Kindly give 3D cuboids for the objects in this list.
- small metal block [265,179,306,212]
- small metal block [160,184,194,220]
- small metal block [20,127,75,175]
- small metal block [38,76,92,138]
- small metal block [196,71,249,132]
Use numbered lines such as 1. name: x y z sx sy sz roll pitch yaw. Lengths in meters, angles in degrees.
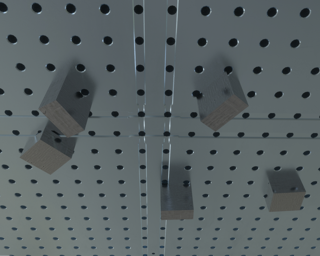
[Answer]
1. small metal block: 0.206 0.112 0.511 0.050 0.025 0.050 -4 130 3
2. small metal block: 0.026 0.118 0.497 0.050 0.050 0.025 -2 130 1
3. small metal block: -0.159 0.034 0.438 0.050 0.025 0.050 -36 122 26
4. small metal block: -0.112 -0.025 0.372 0.025 0.050 0.050 -23 127 18
5. small metal block: 0.073 -0.032 0.369 0.025 0.050 0.050 33 122 -25
